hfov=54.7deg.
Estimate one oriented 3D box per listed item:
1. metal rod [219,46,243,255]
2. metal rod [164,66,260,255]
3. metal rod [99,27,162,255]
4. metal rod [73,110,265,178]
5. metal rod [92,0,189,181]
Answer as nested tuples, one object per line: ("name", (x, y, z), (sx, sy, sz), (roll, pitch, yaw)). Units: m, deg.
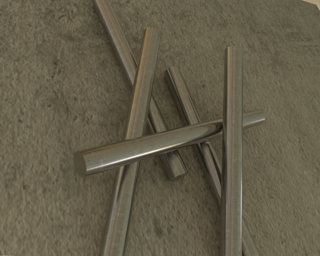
("metal rod", (0.089, 0.036, 0.383), (0.025, 0.025, 0.299), (12, 72, -22))
("metal rod", (0.066, 0.045, 0.413), (0.025, 0.025, 0.299), (-7, 65, -32))
("metal rod", (-0.029, -0.001, 0.367), (0.025, 0.025, 0.299), (18, 61, -19))
("metal rod", (0.039, 0.009, 0.382), (0.302, 0.025, 0.025), (-13, 68, -40))
("metal rod", (-0.035, -0.069, 0.428), (0.025, 0.025, 0.299), (-12, 68, -33))
